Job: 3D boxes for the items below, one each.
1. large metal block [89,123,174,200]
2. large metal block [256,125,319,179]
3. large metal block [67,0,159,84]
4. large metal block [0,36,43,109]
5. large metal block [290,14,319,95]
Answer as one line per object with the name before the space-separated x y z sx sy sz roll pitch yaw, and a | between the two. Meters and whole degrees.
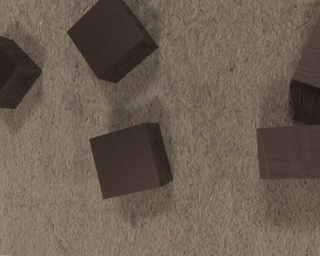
large metal block | -0.037 0.042 0.408 0.080 0.050 0.080 -16 85 19
large metal block | 0.148 0.022 0.328 0.080 0.080 0.050 -4 89 19
large metal block | -0.063 -0.119 0.417 0.080 0.050 0.080 -38 78 16
large metal block | -0.246 -0.087 0.480 0.080 0.050 0.080 44 103 14
large metal block | 0.195 -0.073 0.327 0.080 0.050 0.080 23 98 18
